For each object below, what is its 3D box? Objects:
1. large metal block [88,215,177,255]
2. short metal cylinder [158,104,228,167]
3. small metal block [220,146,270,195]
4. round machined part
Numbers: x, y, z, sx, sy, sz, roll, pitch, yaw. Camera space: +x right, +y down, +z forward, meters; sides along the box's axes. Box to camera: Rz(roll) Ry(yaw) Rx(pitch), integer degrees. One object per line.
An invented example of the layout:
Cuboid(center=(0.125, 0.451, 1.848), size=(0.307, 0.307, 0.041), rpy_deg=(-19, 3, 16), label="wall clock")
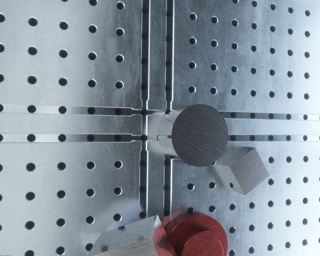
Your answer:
Cuboid(center=(-0.027, 0.162, 0.371), size=(0.080, 0.050, 0.080), rpy_deg=(-22, 99, 13), label="large metal block")
Cuboid(center=(0.043, 0.009, 0.415), size=(0.081, 0.050, 0.079), rpy_deg=(0, 90, -20), label="short metal cylinder")
Cuboid(center=(0.126, 0.063, 0.459), size=(0.050, 0.025, 0.050), rpy_deg=(-33, 101, -17), label="small metal block")
Cuboid(center=(0.051, 0.168, 0.423), size=(0.099, 0.042, 0.097), rpy_deg=(0, 90, -20), label="round machined part")
